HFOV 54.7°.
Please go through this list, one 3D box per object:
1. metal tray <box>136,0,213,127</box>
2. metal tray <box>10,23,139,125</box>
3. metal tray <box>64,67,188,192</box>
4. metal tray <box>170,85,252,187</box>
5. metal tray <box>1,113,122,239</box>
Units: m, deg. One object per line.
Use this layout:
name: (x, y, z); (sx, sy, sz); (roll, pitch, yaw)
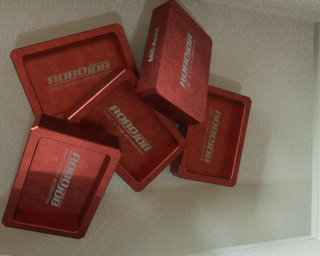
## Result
metal tray: (0.023, -0.077, 0.379); (0.090, 0.030, 0.130); (31, 59, -41)
metal tray: (-0.095, -0.063, 0.371); (0.131, 0.030, 0.090); (-22, 98, -19)
metal tray: (-0.036, 0.004, 0.371); (0.090, 0.030, 0.130); (-43, 119, -8)
metal tray: (0.072, 0.011, 0.434); (0.091, 0.030, 0.129); (13, 85, -20)
metal tray: (-0.106, 0.058, 0.336); (0.091, 0.030, 0.129); (18, 112, -20)
